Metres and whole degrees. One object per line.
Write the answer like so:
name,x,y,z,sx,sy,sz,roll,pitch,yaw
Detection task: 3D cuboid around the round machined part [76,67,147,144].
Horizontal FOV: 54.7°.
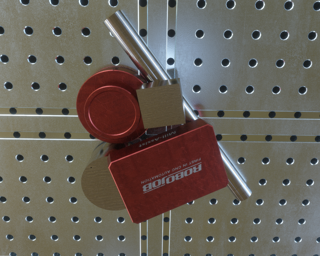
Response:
round machined part,-0.057,-0.024,0.390,0.099,0.042,0.097,0,110,1

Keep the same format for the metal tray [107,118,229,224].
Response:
metal tray,0.011,0.053,0.385,0.131,0.030,0.090,-21,110,-6

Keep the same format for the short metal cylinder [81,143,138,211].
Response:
short metal cylinder,-0.060,0.063,0.418,0.081,0.050,0.079,0,110,0

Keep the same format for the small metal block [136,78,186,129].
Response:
small metal block,0.003,-0.030,0.373,0.050,0.025,0.050,-8,113,8

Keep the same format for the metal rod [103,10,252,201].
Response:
metal rod,0.032,-0.017,0.403,0.025,0.025,0.300,-35,107,12
